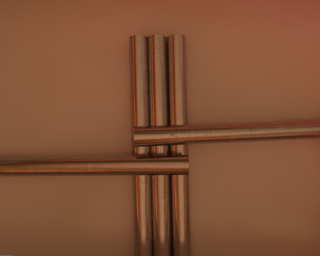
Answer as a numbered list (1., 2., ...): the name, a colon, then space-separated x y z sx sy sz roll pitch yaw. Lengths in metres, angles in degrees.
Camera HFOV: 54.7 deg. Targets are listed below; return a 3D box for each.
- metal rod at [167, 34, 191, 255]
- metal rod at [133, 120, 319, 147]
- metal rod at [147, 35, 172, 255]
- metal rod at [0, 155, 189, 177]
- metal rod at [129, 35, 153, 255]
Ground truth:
1. metal rod: 0.026 0.028 0.410 0.025 0.025 0.298 -1 90 -1
2. metal rod: 0.118 0.005 0.394 0.302 0.025 0.025 -2 90 -7
3. metal rod: 0.000 0.029 0.410 0.025 0.025 0.298 -1 90 -1
4. metal rod: -0.115 0.048 0.393 0.302 0.025 0.025 -1 90 5
5. metal rod: -0.025 0.030 0.410 0.025 0.025 0.298 -1 90 -1
